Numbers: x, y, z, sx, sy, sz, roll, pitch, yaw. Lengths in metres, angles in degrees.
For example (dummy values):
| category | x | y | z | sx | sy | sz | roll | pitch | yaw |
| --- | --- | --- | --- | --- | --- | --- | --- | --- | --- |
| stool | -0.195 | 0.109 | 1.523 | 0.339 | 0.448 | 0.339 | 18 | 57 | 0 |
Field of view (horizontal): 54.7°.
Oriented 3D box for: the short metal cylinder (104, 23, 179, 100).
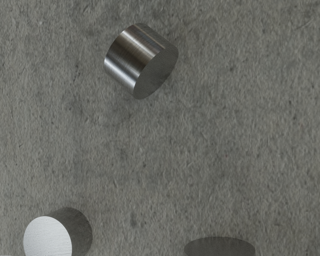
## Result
| category | x | y | z | sx | sy | sz | roll | pitch | yaw |
| --- | --- | --- | --- | --- | --- | --- | --- | --- | --- |
| short metal cylinder | -0.022 | -0.082 | 0.387 | 0.050 | 0.080 | 0.080 | 41 | 103 | 15 |

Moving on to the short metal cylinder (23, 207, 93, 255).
| category | x | y | z | sx | sy | sz | roll | pitch | yaw |
| --- | --- | --- | --- | --- | --- | --- | --- | --- | --- |
| short metal cylinder | -0.146 | 0.160 | 0.445 | 0.080 | 0.050 | 0.079 | 0 | 90 | 19 |

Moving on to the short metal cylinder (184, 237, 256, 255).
| category | x | y | z | sx | sy | sz | roll | pitch | yaw |
| --- | --- | --- | --- | --- | --- | --- | --- | --- | --- |
| short metal cylinder | 0.069 | 0.163 | 0.355 | 0.080 | 0.080 | 0.050 | -3 | 89 | 19 |
